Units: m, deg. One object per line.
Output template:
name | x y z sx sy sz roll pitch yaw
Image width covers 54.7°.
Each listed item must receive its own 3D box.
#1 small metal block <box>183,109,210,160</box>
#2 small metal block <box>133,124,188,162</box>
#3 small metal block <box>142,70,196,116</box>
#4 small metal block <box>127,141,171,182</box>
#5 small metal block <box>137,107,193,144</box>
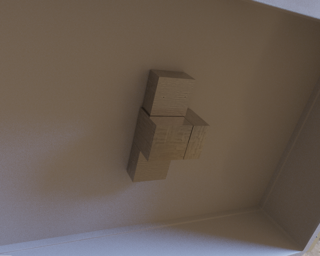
small metal block | 0.036 0.007 0.414 0.025 0.050 0.050 0 119 -28
small metal block | 0.000 0.018 0.401 0.050 0.050 0.025 0 119 -28
small metal block | 0.011 -0.043 0.385 0.050 0.025 0.050 0 119 -28
small metal block | -0.014 0.045 0.426 0.050 0.025 0.050 0 119 -28
small metal block | 0.005 -0.004 0.390 0.050 0.050 0.025 0 119 -28
